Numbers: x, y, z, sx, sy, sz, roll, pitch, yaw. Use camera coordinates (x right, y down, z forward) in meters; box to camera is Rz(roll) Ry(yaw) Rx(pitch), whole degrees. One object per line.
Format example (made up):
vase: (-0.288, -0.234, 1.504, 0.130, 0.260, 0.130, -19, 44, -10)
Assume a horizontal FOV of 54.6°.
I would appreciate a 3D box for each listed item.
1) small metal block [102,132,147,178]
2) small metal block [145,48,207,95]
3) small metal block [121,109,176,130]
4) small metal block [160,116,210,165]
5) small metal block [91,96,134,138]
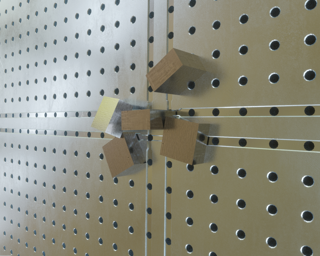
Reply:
small metal block: (-0.053, 0.039, 0.455, 0.050, 0.025, 0.050, -34, 69, 35)
small metal block: (0.020, -0.067, 0.378, 0.050, 0.050, 0.025, -39, 66, 33)
small metal block: (-0.015, -0.010, 0.406, 0.050, 0.050, 0.025, -1, 89, 40)
small metal block: (0.030, 0.014, 0.385, 0.050, 0.025, 0.050, 14, 99, 39)
small metal block: (-0.070, -0.017, 0.452, 0.050, 0.025, 0.050, 16, 82, 54)
